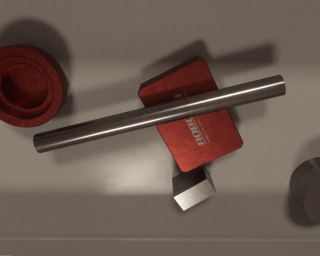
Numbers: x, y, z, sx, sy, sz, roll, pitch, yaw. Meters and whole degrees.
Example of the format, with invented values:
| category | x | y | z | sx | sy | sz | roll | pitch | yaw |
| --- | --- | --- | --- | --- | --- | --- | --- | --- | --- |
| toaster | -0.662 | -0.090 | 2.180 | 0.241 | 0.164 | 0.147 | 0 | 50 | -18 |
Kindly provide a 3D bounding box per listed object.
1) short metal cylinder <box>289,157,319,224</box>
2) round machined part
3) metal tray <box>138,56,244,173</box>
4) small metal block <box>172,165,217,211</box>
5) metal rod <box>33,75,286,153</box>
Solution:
| category | x | y | z | sx | sy | sz | roll | pitch | yaw |
| --- | --- | --- | --- | --- | --- | --- | --- | --- | --- |
| short metal cylinder | 0.232 | 0.087 | 0.434 | 0.081 | 0.050 | 0.079 | 0 | 110 | -1 |
| round machined part | -0.163 | -0.053 | 0.380 | 0.099 | 0.042 | 0.097 | 0 | 110 | -1 |
| metal tray | 0.041 | -0.016 | 0.403 | 0.090 | 0.030 | 0.130 | -26 | 108 | 9 |
| small metal block | 0.046 | 0.079 | 0.428 | 0.050 | 0.050 | 0.025 | -31 | 107 | 10 |
| metal rod | -0.004 | -0.016 | 0.373 | 0.302 | 0.025 | 0.025 | -13 | 110 | 4 |
